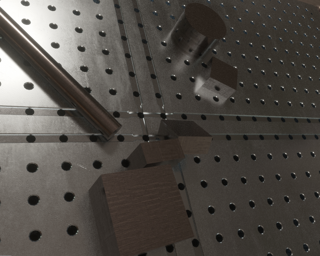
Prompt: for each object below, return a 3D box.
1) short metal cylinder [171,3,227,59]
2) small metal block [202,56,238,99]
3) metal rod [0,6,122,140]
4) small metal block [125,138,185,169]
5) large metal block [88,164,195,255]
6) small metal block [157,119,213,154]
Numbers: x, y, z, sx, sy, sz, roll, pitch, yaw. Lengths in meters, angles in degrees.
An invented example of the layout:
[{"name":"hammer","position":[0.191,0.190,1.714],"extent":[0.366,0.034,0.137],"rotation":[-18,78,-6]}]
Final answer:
[{"name":"short metal cylinder","position":[0.066,-0.166,0.531],"extent":[0.081,0.050,0.080],"rotation":[14,56,-21]},{"name":"small metal block","position":[0.100,-0.084,0.516],"extent":[0.050,0.025,0.050],"rotation":[24,53,-14]},{"name":"metal rod","position":[-0.162,-0.099,0.381],"extent":[0.300,0.025,0.025],"rotation":[44,51,2]},{"name":"small metal block","position":[-0.007,0.037,0.367],"extent":[0.050,0.050,0.025],"rotation":[-6,65,-31]},{"name":"large metal block","position":[-0.022,0.089,0.327],"extent":[0.081,0.050,0.080],"rotation":[-5,64,-31]},{"name":"small metal block","position":[0.031,0.011,0.404],"extent":[0.050,0.025,0.050],"rotation":[2,24,-28]}]
